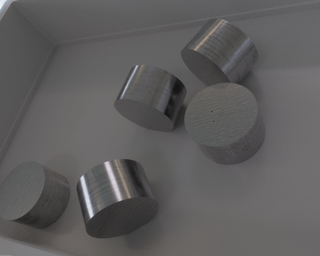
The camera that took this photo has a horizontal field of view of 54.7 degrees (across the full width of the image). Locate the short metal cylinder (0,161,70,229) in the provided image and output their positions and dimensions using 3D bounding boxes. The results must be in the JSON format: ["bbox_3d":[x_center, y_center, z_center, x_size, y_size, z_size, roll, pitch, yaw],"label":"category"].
[{"bbox_3d":[-0.172,0.092,0.424,0.080,0.050,0.080,-13,56,21],"label":"short metal cylinder"}]

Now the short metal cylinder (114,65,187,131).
[{"bbox_3d":[-0.012,-0.036,0.399,0.080,0.080,0.050,9,67,32],"label":"short metal cylinder"}]

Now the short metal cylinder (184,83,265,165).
[{"bbox_3d":[0.074,-0.004,0.353,0.080,0.050,0.080,-13,56,21],"label":"short metal cylinder"}]

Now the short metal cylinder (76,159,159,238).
[{"bbox_3d":[-0.048,0.080,0.347,0.080,0.080,0.050,-33,52,7],"label":"short metal cylinder"}]

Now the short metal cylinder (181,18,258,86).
[{"bbox_3d":[0.073,-0.088,0.386,0.050,0.080,0.080,-49,52,-6],"label":"short metal cylinder"}]
